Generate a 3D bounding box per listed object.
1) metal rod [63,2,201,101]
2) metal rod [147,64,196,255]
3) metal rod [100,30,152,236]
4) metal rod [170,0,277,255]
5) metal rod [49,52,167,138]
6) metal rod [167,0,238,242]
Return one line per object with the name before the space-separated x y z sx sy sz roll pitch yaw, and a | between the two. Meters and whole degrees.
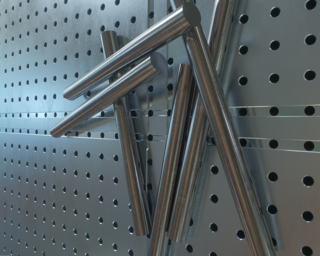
metal rod | -0.061 -0.085 0.417 0.299 0.025 0.025 -16 80 50
metal rod | 0.012 0.069 0.400 0.025 0.025 0.298 15 100 39
metal rod | -0.050 0.001 0.451 0.025 0.025 0.299 -19 78 38
metal rod | 0.065 -0.009 0.332 0.025 0.025 0.299 -21 84 38
metal rod | -0.096 -0.035 0.461 0.299 0.025 0.025 -23 75 46
metal rod | 0.049 -0.007 0.369 0.025 0.025 0.298 18 101 38
